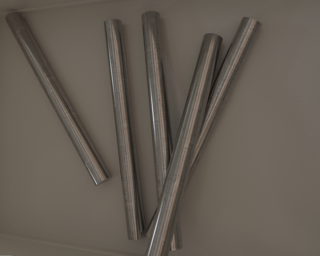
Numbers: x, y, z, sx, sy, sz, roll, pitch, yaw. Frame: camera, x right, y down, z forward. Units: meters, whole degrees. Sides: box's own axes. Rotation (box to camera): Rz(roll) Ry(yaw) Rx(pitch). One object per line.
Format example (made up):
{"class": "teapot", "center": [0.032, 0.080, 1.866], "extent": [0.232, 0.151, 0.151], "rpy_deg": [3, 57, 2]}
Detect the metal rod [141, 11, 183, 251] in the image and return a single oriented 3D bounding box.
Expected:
{"class": "metal rod", "center": [0.001, -0.004, 0.392], "extent": [0.025, 0.025, 0.298], "rpy_deg": [-8, 81, 20]}

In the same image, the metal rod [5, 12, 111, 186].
{"class": "metal rod", "center": [-0.157, -0.050, 0.465], "extent": [0.025, 0.025, 0.299], "rpy_deg": [-34, 79, 17]}

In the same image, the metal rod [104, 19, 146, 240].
{"class": "metal rod", "center": [-0.049, 0.000, 0.427], "extent": [0.025, 0.025, 0.298], "rpy_deg": [-8, 87, 20]}

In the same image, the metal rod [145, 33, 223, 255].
{"class": "metal rod", "center": [0.027, 0.030, 0.362], "extent": [0.025, 0.025, 0.299], "rpy_deg": [12, 79, 19]}

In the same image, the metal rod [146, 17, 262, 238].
{"class": "metal rod", "center": [0.052, 0.008, 0.392], "extent": [0.025, 0.025, 0.298], "rpy_deg": [26, 98, 18]}
